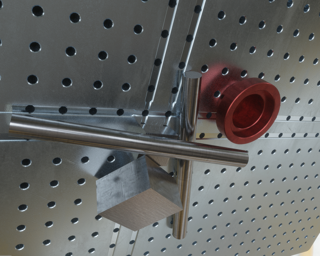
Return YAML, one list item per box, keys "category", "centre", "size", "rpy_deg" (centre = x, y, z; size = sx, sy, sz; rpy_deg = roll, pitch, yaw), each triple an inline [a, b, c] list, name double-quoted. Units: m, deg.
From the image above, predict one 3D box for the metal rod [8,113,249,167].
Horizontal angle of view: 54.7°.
- category: "metal rod"
  centre: [-0.019, 0.020, 0.383]
  size: [0.302, 0.025, 0.025]
  rpy_deg: [10, 114, -23]

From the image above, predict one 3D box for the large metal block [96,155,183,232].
- category: "large metal block"
  centre: [-0.028, 0.091, 0.418]
  size: [0.080, 0.050, 0.080]
  rpy_deg: [-29, 136, 17]

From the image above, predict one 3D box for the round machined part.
- category: "round machined part"
  centre: [0.123, -0.028, 0.452]
  size: [0.099, 0.042, 0.097]
  rpy_deg: [-14, 125, -21]

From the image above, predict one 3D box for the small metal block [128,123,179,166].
- category: "small metal block"
  centre: [-0.010, 0.024, 0.422]
  size: [0.050, 0.025, 0.050]
  rpy_deg: [6, 115, -32]

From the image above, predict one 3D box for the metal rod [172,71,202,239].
- category: "metal rod"
  centre: [0.038, 0.060, 0.470]
  size: [0.025, 0.025, 0.298]
  rpy_deg: [-13, 124, -22]
